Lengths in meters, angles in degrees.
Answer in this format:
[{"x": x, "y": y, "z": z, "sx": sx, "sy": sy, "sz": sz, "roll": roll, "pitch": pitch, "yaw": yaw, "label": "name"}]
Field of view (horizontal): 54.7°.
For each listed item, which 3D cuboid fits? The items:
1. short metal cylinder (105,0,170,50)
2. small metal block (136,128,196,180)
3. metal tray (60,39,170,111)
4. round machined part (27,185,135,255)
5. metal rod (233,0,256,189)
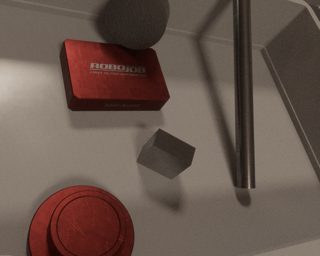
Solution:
[{"x": -0.029, "y": -0.153, "z": 0.420, "sx": 0.080, "sy": 0.080, "sz": 0.050, "roll": 27, "pitch": 33, "yaw": -12, "label": "short metal cylinder"}, {"x": 0.007, "y": 0.033, "z": 0.375, "sx": 0.050, "sy": 0.050, "sz": 0.025, "roll": 29, "pitch": 52, "yaw": -11, "label": "small metal block"}, {"x": -0.059, "y": -0.068, "z": 0.413, "sx": 0.131, "sy": 0.030, "sz": 0.090, "roll": -2, "pitch": 63, "yaw": -30, "label": "metal tray"}, {"x": -0.070, "y": 0.098, "z": 0.291, "sx": 0.099, "sy": 0.042, "sz": 0.098, "roll": 14, "pitch": 50, "yaw": -17, "label": "round machined part"}, {"x": 0.119, "y": -0.066, "z": 0.440, "sx": 0.025, "sy": 0.025, "sz": 0.298, "roll": 4, "pitch": 83, "yaw": -27, "label": "metal rod"}]
